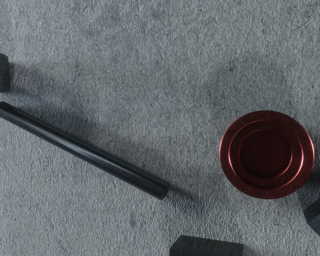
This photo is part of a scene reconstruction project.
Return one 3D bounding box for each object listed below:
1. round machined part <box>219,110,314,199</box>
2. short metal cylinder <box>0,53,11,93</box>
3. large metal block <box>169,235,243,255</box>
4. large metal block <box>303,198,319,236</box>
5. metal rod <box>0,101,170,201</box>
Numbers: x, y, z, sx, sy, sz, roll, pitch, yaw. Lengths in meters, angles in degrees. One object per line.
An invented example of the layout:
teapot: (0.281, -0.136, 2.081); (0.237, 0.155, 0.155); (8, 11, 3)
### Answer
round machined part: (0.121, 0.029, 0.357); (0.098, 0.042, 0.097); (0, 90, 19)
short metal cylinder: (-0.275, -0.083, 0.475); (0.080, 0.080, 0.050); (-6, 88, 19)
large metal block: (0.056, 0.183, 0.375); (0.080, 0.050, 0.079); (2, 91, 19)
large metal block: (0.213, 0.099, 0.321); (0.080, 0.050, 0.080); (-45, 77, 14)
metal rod: (-0.124, 0.026, 0.451); (0.301, 0.025, 0.025); (24, 98, 18)
